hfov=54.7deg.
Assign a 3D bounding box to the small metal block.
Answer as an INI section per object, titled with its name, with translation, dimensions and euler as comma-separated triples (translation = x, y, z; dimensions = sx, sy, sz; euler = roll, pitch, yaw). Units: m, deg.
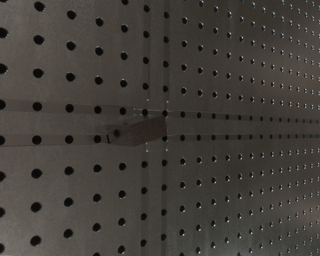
[small metal block]
translation = -0.028, 0.002, 0.371
dimensions = 0.050, 0.050, 0.025
euler = -18, 102, -39
